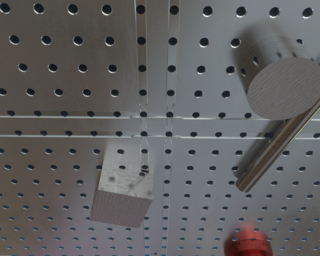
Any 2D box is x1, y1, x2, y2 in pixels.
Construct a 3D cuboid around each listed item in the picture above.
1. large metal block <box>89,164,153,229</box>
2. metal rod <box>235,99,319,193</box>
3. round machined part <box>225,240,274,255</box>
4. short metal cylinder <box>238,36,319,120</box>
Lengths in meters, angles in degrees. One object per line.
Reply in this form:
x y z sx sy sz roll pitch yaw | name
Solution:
-0.061 0.109 0.487 0.081 0.050 0.079 13 129 -11 | large metal block
0.181 -0.015 0.400 0.025 0.025 0.298 15 129 -13 | metal rod
0.185 0.274 0.635 0.099 0.042 0.097 0 130 0 | round machined part
0.134 -0.055 0.349 0.081 0.050 0.079 0 130 0 | short metal cylinder
